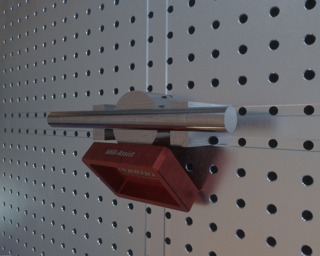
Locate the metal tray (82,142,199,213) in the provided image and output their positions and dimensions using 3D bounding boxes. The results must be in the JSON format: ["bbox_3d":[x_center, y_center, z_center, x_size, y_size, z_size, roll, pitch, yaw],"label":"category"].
[{"bbox_3d":[-0.027,0.060,0.392,0.130,0.090,0.030,1,48,40],"label":"metal tray"}]

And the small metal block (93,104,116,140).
[{"bbox_3d":[-0.070,-0.008,0.451,0.025,0.050,0.050,-1,90,40],"label":"small metal block"}]

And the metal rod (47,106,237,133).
[{"bbox_3d":[-0.049,-0.011,0.384,0.300,0.025,0.025,1,91,40],"label":"metal rod"}]

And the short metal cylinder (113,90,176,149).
[{"bbox_3d":[-0.017,-0.007,0.407,0.080,0.050,0.080,0,90,40],"label":"short metal cylinder"}]

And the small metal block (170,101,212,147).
[{"bbox_3d":[0.037,-0.004,0.363,0.025,0.050,0.050,-1,90,40],"label":"small metal block"}]
